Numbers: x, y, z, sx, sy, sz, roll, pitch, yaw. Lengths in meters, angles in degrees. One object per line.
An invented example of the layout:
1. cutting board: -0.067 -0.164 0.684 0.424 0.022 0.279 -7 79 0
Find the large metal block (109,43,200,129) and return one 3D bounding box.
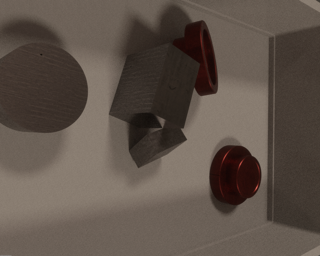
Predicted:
1. large metal block: -0.007 -0.045 0.366 0.050 0.080 0.080 25 74 -38

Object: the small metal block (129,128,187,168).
1. small metal block: -0.003 0.022 0.386 0.050 0.050 0.025 -22 77 -38

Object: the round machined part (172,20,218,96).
1. round machined part: 0.047 -0.091 0.419 0.098 0.042 0.097 -9 90 -70

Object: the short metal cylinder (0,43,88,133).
1. short metal cylinder: -0.117 -0.036 0.293 0.081 0.050 0.079 0 90 -40

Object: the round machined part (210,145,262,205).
1. round machined part: 0.129 0.078 0.507 0.099 0.042 0.097 0 90 -40
